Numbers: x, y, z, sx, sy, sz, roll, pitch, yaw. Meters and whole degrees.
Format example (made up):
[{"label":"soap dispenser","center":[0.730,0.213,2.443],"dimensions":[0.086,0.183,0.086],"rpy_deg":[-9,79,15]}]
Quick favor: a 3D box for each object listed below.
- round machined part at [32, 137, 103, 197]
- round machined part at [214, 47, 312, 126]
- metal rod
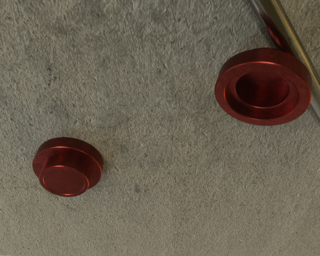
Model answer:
[{"label":"round machined part","center":[-0.134,0.063,0.448],"dimensions":[0.099,0.042,0.097],"rpy_deg":[0,130,0]},{"label":"round machined part","center":[0.113,-0.049,0.341],"dimensions":[0.098,0.042,0.098],"rpy_deg":[14,146,10]},{"label":"metal rod","center":[0.125,-0.101,0.322],"dimensions":[0.025,0.025,0.300],"rpy_deg":[-31,124,23]}]
